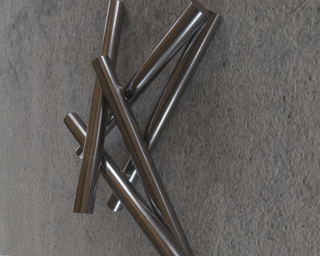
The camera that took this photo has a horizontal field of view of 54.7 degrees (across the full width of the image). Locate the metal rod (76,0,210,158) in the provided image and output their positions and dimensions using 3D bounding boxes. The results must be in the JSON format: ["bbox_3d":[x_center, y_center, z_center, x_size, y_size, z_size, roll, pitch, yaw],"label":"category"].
[{"bbox_3d":[-0.041,-0.045,0.422,0.299,0.025,0.025,-45,63,36],"label":"metal rod"}]

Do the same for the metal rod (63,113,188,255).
[{"bbox_3d":[-0.050,0.076,0.400,0.300,0.025,0.025,45,117,33],"label":"metal rod"}]

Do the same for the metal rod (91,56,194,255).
[{"bbox_3d":[-0.019,0.047,0.390,0.025,0.025,0.299,-29,82,36],"label":"metal rod"}]

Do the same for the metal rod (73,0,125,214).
[{"bbox_3d":[-0.080,-0.038,0.423,0.025,0.025,0.299,-6,72,40],"label":"metal rod"}]

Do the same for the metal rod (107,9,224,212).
[{"bbox_3d":[-0.003,-0.008,0.407,0.025,0.025,0.298,41,115,32],"label":"metal rod"}]
